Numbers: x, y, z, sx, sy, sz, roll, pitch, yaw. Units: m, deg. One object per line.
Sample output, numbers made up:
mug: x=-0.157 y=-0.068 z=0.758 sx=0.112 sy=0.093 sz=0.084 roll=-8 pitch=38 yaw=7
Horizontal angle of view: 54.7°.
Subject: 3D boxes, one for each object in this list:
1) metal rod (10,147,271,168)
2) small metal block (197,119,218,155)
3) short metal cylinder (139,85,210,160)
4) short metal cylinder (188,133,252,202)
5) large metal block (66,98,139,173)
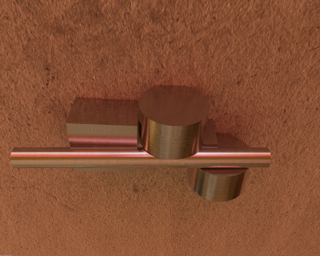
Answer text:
metal rod: x=-0.020 y=0.036 z=0.372 sx=0.302 sy=0.025 sz=0.025 roll=0 pitch=130 yaw=-2
small metal block: x=0.045 y=0.013 z=0.402 sx=0.050 sy=0.050 sz=0.025 roll=1 pitch=130 yaw=-1
short metal cylinder: x=0.015 y=-0.009 z=0.366 sx=0.081 sy=0.080 sz=0.050 roll=2 pitch=130 yaw=-2
short metal cylinder: x=0.079 y=0.051 z=0.417 sx=0.081 sy=0.080 sz=0.050 roll=0 pitch=130 yaw=-1
large metal block: x=-0.068 y=0.010 z=0.396 sx=0.081 sy=0.050 sz=0.079 roll=2 pitch=130 yaw=-3
